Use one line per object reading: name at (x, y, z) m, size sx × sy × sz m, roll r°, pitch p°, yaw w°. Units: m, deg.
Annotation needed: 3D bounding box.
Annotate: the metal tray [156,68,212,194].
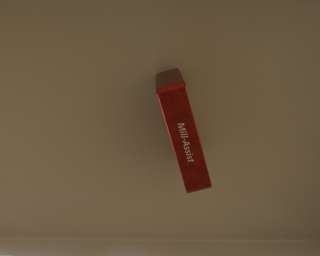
metal tray at (0.027, 0.000, 0.374) m, size 0.030 × 0.090 × 0.129 m, roll -15°, pitch 110°, yaw 5°
